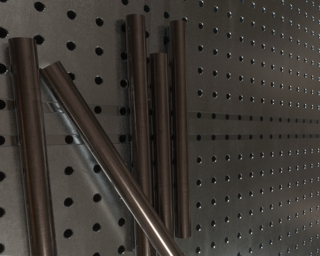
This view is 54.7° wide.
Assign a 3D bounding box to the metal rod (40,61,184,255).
[{"bbox_3d":[-0.041,0.062,0.354,0.025,0.025,0.299,-40,108,-33],"label":"metal rod"}]

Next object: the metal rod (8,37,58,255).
[{"bbox_3d":[-0.122,0.064,0.308,0.025,0.025,0.298,-7,95,-40],"label":"metal rod"}]

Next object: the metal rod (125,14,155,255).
[{"bbox_3d":[-0.025,0.011,0.389,0.025,0.025,0.298,-4,93,-40],"label":"metal rod"}]

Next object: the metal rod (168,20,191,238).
[{"bbox_3d":[0.028,0.003,0.434,0.025,0.025,0.298,-3,92,-40],"label":"metal rod"}]

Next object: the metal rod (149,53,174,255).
[{"bbox_3d":[0.003,0.052,0.413,0.025,0.025,0.298,-4,92,-40],"label":"metal rod"}]
